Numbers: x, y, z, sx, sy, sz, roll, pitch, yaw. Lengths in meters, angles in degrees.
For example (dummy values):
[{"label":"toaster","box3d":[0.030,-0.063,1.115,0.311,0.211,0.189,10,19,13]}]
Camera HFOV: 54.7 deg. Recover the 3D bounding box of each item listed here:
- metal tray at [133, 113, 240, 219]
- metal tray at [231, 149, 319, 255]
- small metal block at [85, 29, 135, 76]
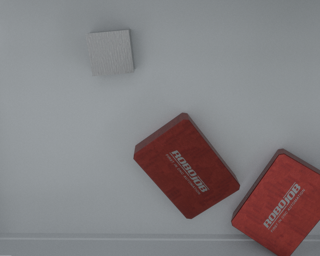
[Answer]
[{"label":"metal tray","box3d":[0.037,0.055,0.430,0.090,0.030,0.130,-36,107,12]},{"label":"metal tray","box3d":[0.172,0.106,0.433,0.090,0.030,0.129,32,108,11]},{"label":"small metal block","box3d":[-0.059,-0.092,0.377,0.050,0.025,0.050,-5,110,1]}]
